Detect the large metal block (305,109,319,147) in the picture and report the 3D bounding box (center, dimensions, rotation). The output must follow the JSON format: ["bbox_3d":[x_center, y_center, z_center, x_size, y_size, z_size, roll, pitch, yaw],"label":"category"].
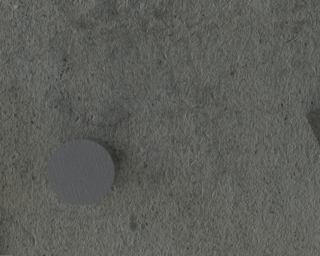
[{"bbox_3d":[0.252,0.002,0.399,0.080,0.050,0.080,-24,90,0],"label":"large metal block"}]

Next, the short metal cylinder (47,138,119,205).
[{"bbox_3d":[-0.095,0.053,0.397,0.081,0.050,0.079,0,90,0],"label":"short metal cylinder"}]
